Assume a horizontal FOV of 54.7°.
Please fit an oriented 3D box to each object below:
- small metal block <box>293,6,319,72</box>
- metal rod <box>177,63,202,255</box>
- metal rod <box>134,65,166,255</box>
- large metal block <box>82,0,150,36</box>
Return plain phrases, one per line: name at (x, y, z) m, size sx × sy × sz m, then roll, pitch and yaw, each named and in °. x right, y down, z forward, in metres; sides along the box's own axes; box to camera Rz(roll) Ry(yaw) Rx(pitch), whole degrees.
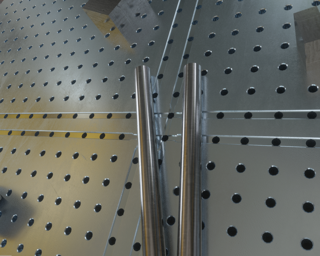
small metal block at (0.177, -0.103, 0.362) m, size 0.025 × 0.050 × 0.050 m, roll -14°, pitch 56°, yaw 20°
metal rod at (0.036, 0.047, 0.359) m, size 0.025 × 0.025 × 0.299 m, roll -9°, pitch 57°, yaw 23°
metal rod at (-0.015, 0.038, 0.391) m, size 0.025 × 0.025 × 0.299 m, roll -17°, pitch 55°, yaw 18°
large metal block at (-0.081, -0.224, 0.570) m, size 0.080 × 0.050 × 0.080 m, roll 29°, pitch 77°, yaw 37°
